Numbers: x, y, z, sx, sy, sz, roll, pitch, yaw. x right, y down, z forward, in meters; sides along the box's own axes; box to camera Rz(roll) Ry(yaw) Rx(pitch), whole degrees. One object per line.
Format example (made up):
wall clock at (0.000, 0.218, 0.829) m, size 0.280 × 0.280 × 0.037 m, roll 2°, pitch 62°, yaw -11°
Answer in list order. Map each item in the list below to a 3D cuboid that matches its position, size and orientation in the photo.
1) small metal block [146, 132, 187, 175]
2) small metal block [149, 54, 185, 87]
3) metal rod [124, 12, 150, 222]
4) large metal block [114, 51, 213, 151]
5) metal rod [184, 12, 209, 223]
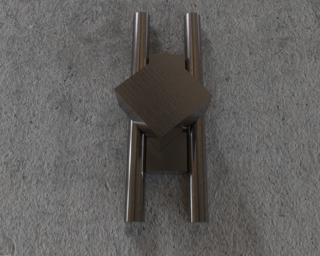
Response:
small metal block at (0.008, 0.033, 0.396) m, size 0.050 × 0.025 × 0.050 m, roll 1°, pitch 70°, yaw 0°
small metal block at (0.009, -0.076, 0.436) m, size 0.050 × 0.025 × 0.050 m, roll 1°, pitch 70°, yaw 0°
metal rod at (-0.029, -0.028, 0.420) m, size 0.025 × 0.025 × 0.299 m, roll 1°, pitch 70°, yaw 0°
large metal block at (0.004, -0.033, 0.379) m, size 0.080 × 0.050 × 0.080 m, roll -39°, pitch 75°, yaw -13°
metal rod at (0.047, -0.028, 0.420) m, size 0.025 × 0.025 × 0.299 m, roll 1°, pitch 70°, yaw 0°
